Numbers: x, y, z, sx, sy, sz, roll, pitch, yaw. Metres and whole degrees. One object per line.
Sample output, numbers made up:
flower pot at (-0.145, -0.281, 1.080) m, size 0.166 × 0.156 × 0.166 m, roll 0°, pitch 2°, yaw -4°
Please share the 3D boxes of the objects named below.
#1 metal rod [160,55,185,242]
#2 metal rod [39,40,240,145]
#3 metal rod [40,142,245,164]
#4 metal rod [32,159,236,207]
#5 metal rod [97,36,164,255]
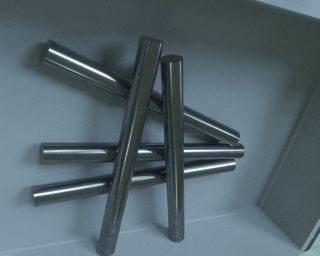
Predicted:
metal rod at (0.020, 0.049, 0.417) m, size 0.025 × 0.025 × 0.298 m, roll -17°, pitch 125°, yaw -19°
metal rod at (0.001, -0.030, 0.390) m, size 0.302 × 0.025 × 0.025 m, roll 22°, pitch 107°, yaw -37°
metal rod at (-0.003, 0.033, 0.426) m, size 0.303 × 0.025 × 0.025 m, roll 2°, pitch 118°, yaw -30°
metal rod at (-0.018, 0.071, 0.442) m, size 0.303 × 0.025 × 0.025 m, roll -5°, pitch 121°, yaw -26°
metal rod at (-0.042, 0.041, 0.377) m, size 0.025 × 0.025 × 0.298 m, roll 0°, pitch 119°, yaw -29°
